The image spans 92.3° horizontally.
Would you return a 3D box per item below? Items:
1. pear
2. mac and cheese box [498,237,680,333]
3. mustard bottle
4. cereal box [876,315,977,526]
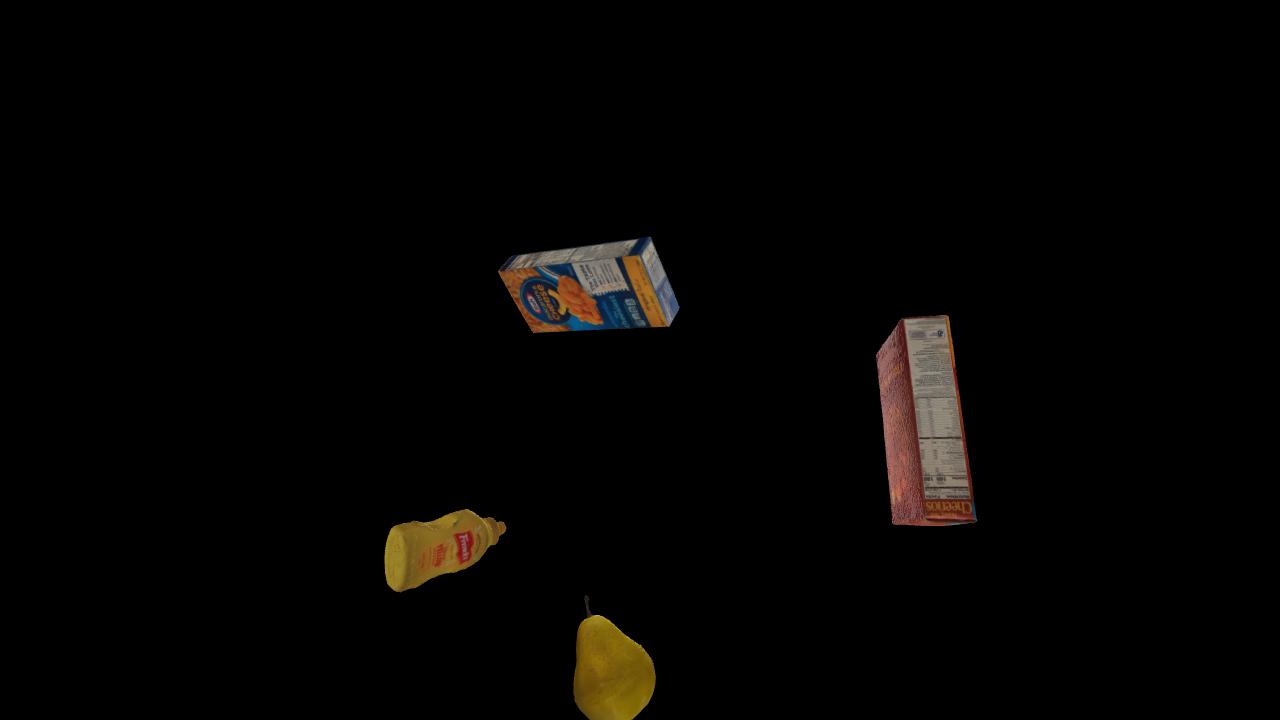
[{"bbox_3d":[-0.036,0.284,0.583,0.080,0.111,0.080,-31,-4,-2],"label":"pear"},{"bbox_3d":[-0.058,-0.077,0.671,0.184,0.093,0.041,-2,42,31],"label":"mac and cheese box"},{"bbox_3d":[-0.272,0.264,0.892,0.054,0.092,0.184,8,6,39],"label":"mustard bottle"},{"bbox_3d":[0.444,0.106,0.976,0.081,0.306,0.203,-3,-17,9],"label":"cereal box"}]
